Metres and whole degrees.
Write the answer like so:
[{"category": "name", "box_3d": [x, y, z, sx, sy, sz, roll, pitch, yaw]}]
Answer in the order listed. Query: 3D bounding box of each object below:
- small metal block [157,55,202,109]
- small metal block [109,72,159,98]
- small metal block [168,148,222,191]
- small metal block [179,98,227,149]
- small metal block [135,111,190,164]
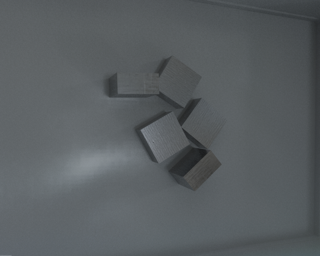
[{"category": "small metal block", "box_3d": [0.020, -0.061, 0.418, 0.050, 0.025, 0.050, 33, 79, -17]}, {"category": "small metal block", "box_3d": [-0.033, -0.052, 0.385, 0.050, 0.050, 0.025, -2, 91, -20]}, {"category": "small metal block", "box_3d": [0.046, 0.054, 0.414, 0.050, 0.050, 0.025, -42, 104, -15]}, {"category": "small metal block", "box_3d": [0.057, -0.006, 0.431, 0.050, 0.025, 0.050, 39, 77, -16]}, {"category": "small metal block", "box_3d": [0.003, 0.012, 0.412, 0.050, 0.025, 0.050, -31, 100, -17]}]
